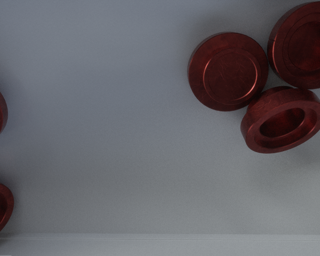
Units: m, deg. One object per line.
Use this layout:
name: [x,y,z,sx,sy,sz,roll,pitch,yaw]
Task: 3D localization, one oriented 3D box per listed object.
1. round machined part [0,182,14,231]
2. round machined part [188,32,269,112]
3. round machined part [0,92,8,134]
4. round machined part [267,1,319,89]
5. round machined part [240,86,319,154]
round machined part: [-0.256,0.111,0.420,0.042,0.099,0.097,21,113,29]
round machined part: [0.084,-0.066,0.379,0.099,0.042,0.097,0,110,-1]
round machined part: [-0.242,-0.023,0.386,0.099,0.042,0.097,-3,111,-8]
round machined part: [0.176,-0.098,0.369,0.099,0.042,0.097,0,110,-1]
round machined part: [0.148,-0.014,0.385,0.099,0.042,0.097,-7,140,-6]
